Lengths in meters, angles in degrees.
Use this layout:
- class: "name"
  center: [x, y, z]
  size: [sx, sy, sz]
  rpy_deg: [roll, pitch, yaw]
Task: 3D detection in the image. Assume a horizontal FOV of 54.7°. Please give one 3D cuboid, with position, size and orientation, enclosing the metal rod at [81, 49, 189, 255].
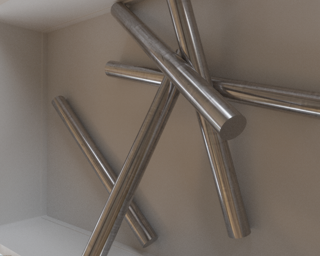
- class: "metal rod"
  center: [-0.031, 0.050, 0.342]
  size: [0.025, 0.025, 0.299]
  rpy_deg: [19, 81, 38]

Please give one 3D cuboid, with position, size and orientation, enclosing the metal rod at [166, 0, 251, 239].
- class: "metal rod"
  center: [0.048, -0.030, 0.335]
  size: [0.025, 0.025, 0.298]
  rpy_deg: [-14, 90, 39]

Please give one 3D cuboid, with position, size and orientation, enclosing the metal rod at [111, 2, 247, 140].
- class: "metal rod"
  center: [-0.001, -0.087, 0.353]
  size: [0.025, 0.025, 0.300]
  rpy_deg: [-60, 40, 23]

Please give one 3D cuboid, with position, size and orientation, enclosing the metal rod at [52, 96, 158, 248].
- class: "metal rod"
  center: [-0.098, 0.053, 0.487]
  size: [0.300, 0.025, 0.025]
  rpy_deg: [50, 119, 28]

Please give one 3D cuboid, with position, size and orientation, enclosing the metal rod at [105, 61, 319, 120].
- class: "metal rod"
  center: [0.039, -0.054, 0.374]
  size: [0.300, 0.025, 0.025]
  rpy_deg: [17, 101, 38]
